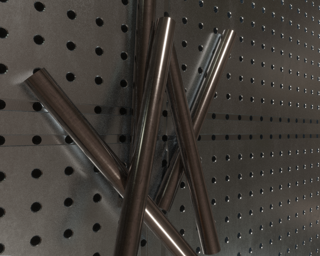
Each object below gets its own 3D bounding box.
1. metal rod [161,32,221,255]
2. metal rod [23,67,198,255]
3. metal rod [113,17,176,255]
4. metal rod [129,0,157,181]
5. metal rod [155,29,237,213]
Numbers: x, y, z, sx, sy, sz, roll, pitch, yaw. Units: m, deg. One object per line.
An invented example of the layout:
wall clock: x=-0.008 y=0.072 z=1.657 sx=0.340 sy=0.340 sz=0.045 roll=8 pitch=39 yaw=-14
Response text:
metal rod: x=0.036 y=0.017 z=0.413 sx=0.025 sy=0.025 sz=0.298 roll=-12 pitch=89 yaw=-40
metal rod: x=-0.040 y=0.062 z=0.351 sx=0.025 sy=0.025 sz=0.299 roll=-47 pitch=110 yaw=-30
metal rod: x=-0.015 y=0.009 z=0.347 sx=0.025 sy=0.025 sz=0.299 roll=23 pitch=68 yaw=-38
metal rod: x=-0.022 y=-0.046 z=0.391 sx=0.025 sy=0.025 sz=0.298 roll=4 pitch=87 yaw=-40
metal rod: x=0.058 y=-0.023 z=0.459 sx=0.025 sy=0.025 sz=0.300 roll=37 pitch=67 yaw=-34
